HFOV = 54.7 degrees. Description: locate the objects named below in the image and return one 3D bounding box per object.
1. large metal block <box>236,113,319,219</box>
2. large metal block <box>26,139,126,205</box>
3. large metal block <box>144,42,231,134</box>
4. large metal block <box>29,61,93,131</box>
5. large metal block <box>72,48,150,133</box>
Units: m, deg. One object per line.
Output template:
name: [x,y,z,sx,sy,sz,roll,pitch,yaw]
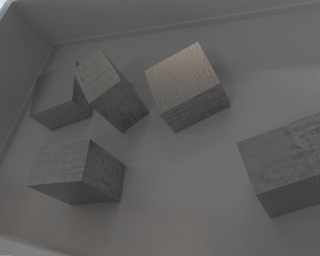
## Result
large metal block: [0.125,0.037,0.282,0.080,0.080,0.050,-23,54,15]
large metal block: [-0.101,0.059,0.388,0.080,0.080,0.050,-9,58,23]
large metal block: [0.034,-0.052,0.404,0.080,0.050,0.080,-27,52,11]
large metal block: [-0.157,-0.051,0.504,0.080,0.050,0.080,-17,55,18]
large metal block: [-0.069,-0.052,0.438,0.050,0.080,0.080,-37,51,4]
